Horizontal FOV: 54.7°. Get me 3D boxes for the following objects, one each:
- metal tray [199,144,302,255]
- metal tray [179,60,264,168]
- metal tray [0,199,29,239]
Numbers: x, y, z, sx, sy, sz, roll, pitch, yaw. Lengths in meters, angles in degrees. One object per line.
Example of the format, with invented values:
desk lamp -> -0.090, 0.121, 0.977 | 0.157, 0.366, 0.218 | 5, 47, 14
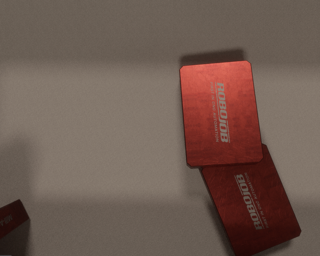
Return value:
metal tray -> 0.117, 0.094, 0.411 | 0.090, 0.030, 0.129 | -22, 90, -1
metal tray -> 0.074, -0.017, 0.392 | 0.091, 0.030, 0.129 | -4, 77, 4
metal tray -> -0.223, 0.129, 0.356 | 0.090, 0.130, 0.030 | -25, 90, 0
